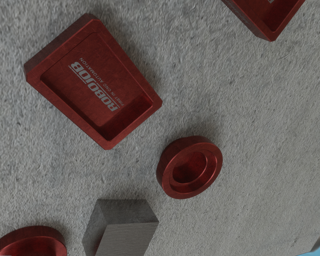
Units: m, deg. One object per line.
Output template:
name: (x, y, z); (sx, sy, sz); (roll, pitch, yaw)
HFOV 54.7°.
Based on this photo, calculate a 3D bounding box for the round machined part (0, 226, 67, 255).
round machined part: (-0.174, 0.182, 0.414); (0.099, 0.042, 0.097); (-14, 125, -21)

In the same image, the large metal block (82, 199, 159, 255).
large metal block: (-0.059, 0.152, 0.454); (0.081, 0.050, 0.079); (9, 114, -33)

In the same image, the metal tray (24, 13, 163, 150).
metal tray: (-0.067, -0.045, 0.340); (0.090, 0.030, 0.130); (-41, 130, -1)

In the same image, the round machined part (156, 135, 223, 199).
round machined part: (0.039, 0.052, 0.451); (0.099, 0.042, 0.097); (-14, 125, -21)

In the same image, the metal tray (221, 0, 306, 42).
metal tray: (0.119, -0.174, 0.362); (0.131, 0.030, 0.090); (27, 103, -38)
